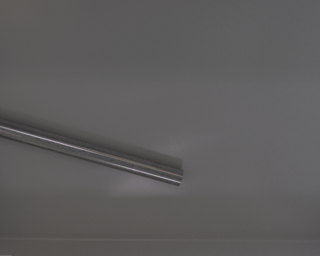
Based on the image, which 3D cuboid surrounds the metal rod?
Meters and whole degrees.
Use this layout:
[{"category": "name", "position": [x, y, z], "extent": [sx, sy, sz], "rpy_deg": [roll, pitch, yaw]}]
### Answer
[{"category": "metal rod", "position": [-0.115, 0.028, 0.420], "extent": [0.302, 0.025, 0.025], "rpy_deg": [16, 109, -6]}]
